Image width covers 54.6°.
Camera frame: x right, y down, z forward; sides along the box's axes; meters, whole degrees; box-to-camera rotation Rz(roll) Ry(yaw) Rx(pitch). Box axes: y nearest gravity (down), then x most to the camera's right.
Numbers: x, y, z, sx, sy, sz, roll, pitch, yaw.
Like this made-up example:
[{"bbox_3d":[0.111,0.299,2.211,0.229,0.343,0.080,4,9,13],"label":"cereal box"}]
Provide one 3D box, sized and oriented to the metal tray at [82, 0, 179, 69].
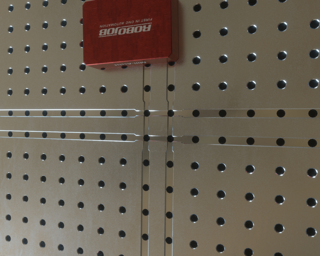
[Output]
[{"bbox_3d":[-0.042,-0.133,0.425,0.130,0.030,0.090,-1,90,20],"label":"metal tray"}]
